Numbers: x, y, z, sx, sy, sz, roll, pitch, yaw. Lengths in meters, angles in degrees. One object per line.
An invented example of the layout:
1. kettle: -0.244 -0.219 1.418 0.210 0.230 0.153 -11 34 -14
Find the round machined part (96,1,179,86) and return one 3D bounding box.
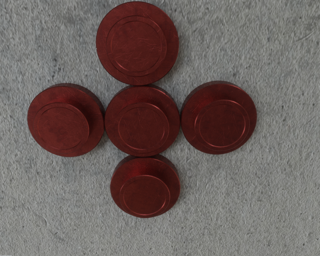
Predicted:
1. round machined part: -0.027 -0.098 0.366 0.099 0.042 0.097 0 110 -1

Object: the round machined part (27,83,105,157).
1. round machined part: -0.121 -0.006 0.398 0.099 0.042 0.097 0 110 -1

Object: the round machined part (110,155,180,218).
1. round machined part: -0.020 0.086 0.433 0.099 0.042 0.097 0 110 -1

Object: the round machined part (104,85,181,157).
1. round machined part: -0.023 -0.006 0.400 0.099 0.042 0.097 0 110 -1

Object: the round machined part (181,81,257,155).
1. round machined part: 0.076 -0.009 0.400 0.099 0.042 0.097 0 110 -1
